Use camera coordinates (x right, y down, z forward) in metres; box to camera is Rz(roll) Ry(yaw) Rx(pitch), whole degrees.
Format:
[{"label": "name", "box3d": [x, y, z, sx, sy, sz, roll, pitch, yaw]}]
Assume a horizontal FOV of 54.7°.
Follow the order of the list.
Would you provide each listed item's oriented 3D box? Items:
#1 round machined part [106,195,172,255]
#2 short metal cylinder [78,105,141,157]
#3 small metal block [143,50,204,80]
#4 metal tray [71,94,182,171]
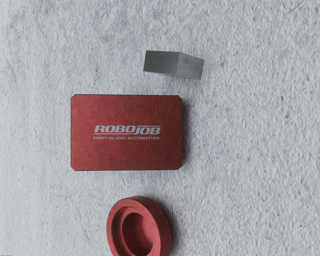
[{"label": "round machined part", "box3d": [-0.023, 0.138, 0.411, 0.098, 0.042, 0.097, 0, 90, 39]}, {"label": "short metal cylinder", "box3d": [-0.066, 0.003, 0.421, 0.050, 0.081, 0.080, -51, 60, 28]}, {"label": "small metal block", "box3d": [0.017, -0.076, 0.373, 0.050, 0.050, 0.025, 14, 99, 39]}, {"label": "metal tray", "box3d": [-0.040, 0.005, 0.379, 0.131, 0.030, 0.089, 0, 90, -5]}]
